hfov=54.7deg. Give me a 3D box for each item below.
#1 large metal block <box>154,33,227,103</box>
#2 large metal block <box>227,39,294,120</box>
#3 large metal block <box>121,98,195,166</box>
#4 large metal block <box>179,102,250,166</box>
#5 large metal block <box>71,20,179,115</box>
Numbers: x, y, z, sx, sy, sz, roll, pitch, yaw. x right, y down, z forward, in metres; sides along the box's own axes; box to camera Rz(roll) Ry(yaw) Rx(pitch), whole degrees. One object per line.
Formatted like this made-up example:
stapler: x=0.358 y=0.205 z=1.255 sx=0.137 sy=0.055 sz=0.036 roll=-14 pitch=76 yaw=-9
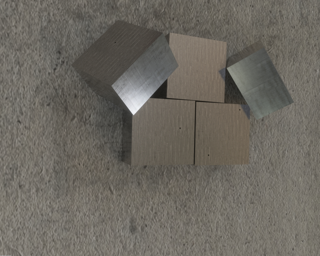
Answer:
large metal block: x=0.039 y=-0.075 z=0.413 sx=0.081 sy=0.050 sz=0.079 roll=3 pitch=89 yaw=-20
large metal block: x=0.136 y=-0.069 z=0.426 sx=0.050 sy=0.080 sz=0.080 roll=-28 pitch=103 yaw=23
large metal block: x=-0.003 y=0.005 z=0.396 sx=0.081 sy=0.050 sz=0.079 roll=1 pitch=90 yaw=-21
large metal block: x=0.073 y=0.008 z=0.423 sx=0.081 sy=0.050 sz=0.079 roll=1 pitch=90 yaw=-21
large metal block: x=-0.040 y=-0.073 z=0.359 sx=0.080 sy=0.080 sz=0.050 roll=-49 pitch=140 yaw=-14
